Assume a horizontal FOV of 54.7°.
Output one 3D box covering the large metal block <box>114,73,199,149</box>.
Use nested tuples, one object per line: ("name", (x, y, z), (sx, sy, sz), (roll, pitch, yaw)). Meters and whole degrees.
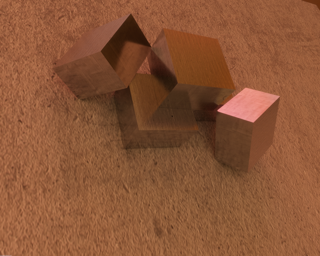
("large metal block", (-0.007, -0.021, 0.397), (0.081, 0.050, 0.080), (0, 62, -29))

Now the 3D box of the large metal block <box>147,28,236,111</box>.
("large metal block", (0.037, -0.070, 0.387), (0.081, 0.050, 0.080), (2, 61, -28))

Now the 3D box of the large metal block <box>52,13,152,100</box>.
("large metal block", (-0.068, -0.086, 0.378), (0.050, 0.080, 0.080), (55, 43, -33))

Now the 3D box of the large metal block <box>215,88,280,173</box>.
("large metal block", (0.120, 0.001, 0.428), (0.050, 0.079, 0.081), (22, 41, 34))

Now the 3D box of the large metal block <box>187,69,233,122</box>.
("large metal block", (0.053, -0.056, 0.454), (0.081, 0.050, 0.080), (0, 62, -29))
